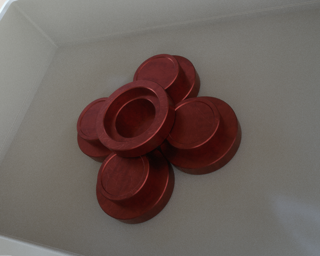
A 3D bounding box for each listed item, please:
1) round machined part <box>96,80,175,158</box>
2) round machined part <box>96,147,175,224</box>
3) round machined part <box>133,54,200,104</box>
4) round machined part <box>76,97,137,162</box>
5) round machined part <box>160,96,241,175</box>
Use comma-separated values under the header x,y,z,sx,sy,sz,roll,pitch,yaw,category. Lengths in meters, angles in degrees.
x,y,z,sx,sy,sz,roll,pitch,yaw,category
-0.026,-0.008,0.384,0.098,0.042,0.098,-13,56,21,round machined part
-0.036,0.061,0.373,0.098,0.042,0.098,-13,55,19,round machined part
0.002,-0.063,0.429,0.098,0.042,0.098,-13,56,21,round machined part
-0.076,-0.004,0.435,0.098,0.042,0.098,-13,56,21,round machined part
0.043,0.003,0.368,0.098,0.042,0.098,-13,56,21,round machined part
